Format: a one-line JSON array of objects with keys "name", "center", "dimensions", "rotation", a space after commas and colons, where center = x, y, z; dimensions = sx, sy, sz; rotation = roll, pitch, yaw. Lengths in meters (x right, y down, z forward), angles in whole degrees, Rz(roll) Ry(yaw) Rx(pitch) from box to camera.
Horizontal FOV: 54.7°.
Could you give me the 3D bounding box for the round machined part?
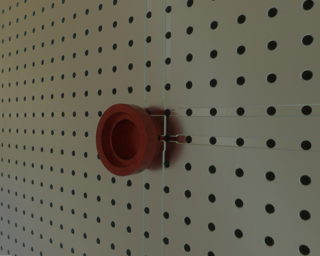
[{"name": "round machined part", "center": [-0.041, 0.016, 0.430], "dimensions": [0.098, 0.042, 0.097], "rotation": [0, 90, 39]}]
